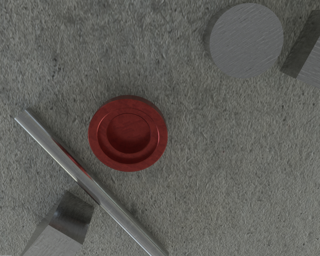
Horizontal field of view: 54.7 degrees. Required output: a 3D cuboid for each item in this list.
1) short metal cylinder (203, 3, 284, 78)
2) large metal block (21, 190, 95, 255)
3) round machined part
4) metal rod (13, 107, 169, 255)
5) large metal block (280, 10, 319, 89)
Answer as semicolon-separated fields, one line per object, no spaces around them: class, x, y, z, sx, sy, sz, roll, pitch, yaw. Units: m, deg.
short metal cylinder;0.094;-0.102;0.360;0.081;0.050;0.079;0;110;-1
large metal block;-0.143;0.149;0.433;0.050;0.080;0.080;37;106;-13
round machined part;-0.040;0.004;0.402;0.099;0.042;0.097;0;110;-1
metal rod;-0.087;0.092;0.442;0.025;0.025;0.300;-36;107;12
large metal block;0.207;-0.085;0.368;0.080;0.050;0.079;20;109;-8
